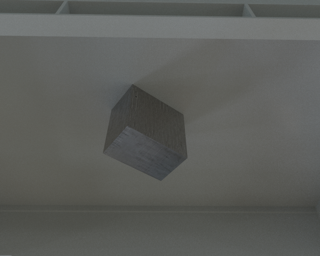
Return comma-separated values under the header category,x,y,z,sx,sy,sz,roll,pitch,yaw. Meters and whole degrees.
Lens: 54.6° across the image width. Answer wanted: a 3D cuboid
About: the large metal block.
category,x,y,z,sx,sy,sz,roll,pitch,yaw
large metal block,-0.016,0.005,0.377,0.080,0.080,0.050,29,124,-23
